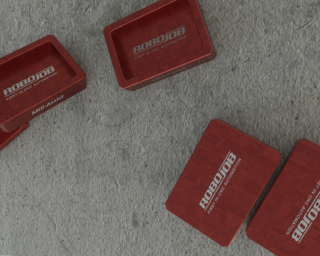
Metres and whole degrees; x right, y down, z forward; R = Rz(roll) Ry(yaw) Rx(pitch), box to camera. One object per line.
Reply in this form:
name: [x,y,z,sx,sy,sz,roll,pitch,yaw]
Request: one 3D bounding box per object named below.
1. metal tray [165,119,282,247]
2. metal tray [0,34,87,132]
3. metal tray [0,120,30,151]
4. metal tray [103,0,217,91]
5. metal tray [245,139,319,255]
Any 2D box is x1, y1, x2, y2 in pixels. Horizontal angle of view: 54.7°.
metal tray: [0.076,0.065,0.380,0.090,0.030,0.129,30,100,17]
metal tray: [-0.181,-0.065,0.432,0.131,0.030,0.090,-35,76,-21]
metal tray: [-0.279,0.011,0.470,0.130,0.090,0.030,-36,65,16]
metal tray: [-0.002,-0.112,0.406,0.130,0.030,0.090,-19,84,19]
metal tray: [0.167,0.088,0.347,0.090,0.030,0.129,30,100,17]
